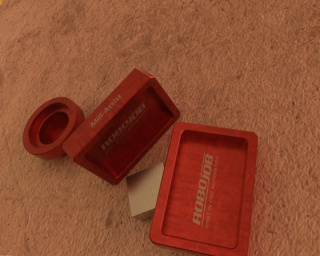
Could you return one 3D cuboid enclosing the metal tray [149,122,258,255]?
[{"bbox_3d":[0.048,0.062,0.320,0.090,0.030,0.130,8,64,11],"label":"metal tray"}]

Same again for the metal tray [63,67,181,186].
[{"bbox_3d":[-0.042,0.001,0.383,0.130,0.090,0.030,-48,51,-5],"label":"metal tray"}]

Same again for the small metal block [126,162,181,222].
[{"bbox_3d":[-0.009,0.075,0.363,0.050,0.025,0.050,-24,53,13],"label":"small metal block"}]

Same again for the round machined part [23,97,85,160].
[{"bbox_3d":[-0.155,0.004,0.472,0.098,0.042,0.098,-13,56,21],"label":"round machined part"}]
